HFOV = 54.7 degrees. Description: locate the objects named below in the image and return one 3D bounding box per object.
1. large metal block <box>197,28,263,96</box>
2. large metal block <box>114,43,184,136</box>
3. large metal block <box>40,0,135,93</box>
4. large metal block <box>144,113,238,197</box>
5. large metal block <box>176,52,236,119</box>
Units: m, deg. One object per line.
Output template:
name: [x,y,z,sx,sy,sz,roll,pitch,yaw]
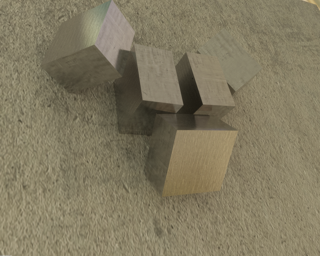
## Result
large metal block: [0.101,-0.093,0.475,0.050,0.080,0.080,-41,84,-1]
large metal block: [-0.019,-0.044,0.388,0.050,0.080,0.080,5,60,-26]
large metal block: [-0.084,-0.096,0.373,0.050,0.080,0.080,49,39,-43]
large metal block: [0.034,0.029,0.364,0.081,0.079,0.050,1,22,-28]
large metal block: [0.048,-0.044,0.425,0.050,0.080,0.080,1,62,-28]
